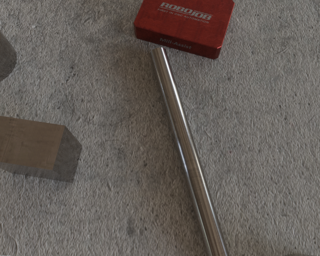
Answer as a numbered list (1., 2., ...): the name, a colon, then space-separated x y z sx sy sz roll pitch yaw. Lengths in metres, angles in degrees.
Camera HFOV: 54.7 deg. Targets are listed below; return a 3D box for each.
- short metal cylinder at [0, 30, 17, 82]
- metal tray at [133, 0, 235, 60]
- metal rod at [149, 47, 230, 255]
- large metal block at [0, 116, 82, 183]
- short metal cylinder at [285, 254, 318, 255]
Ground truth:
1. short metal cylinder: -0.251 -0.106 0.432 0.081 0.050 0.080 0 70 0
2. metal tray: 0.036 -0.163 0.465 0.131 0.030 0.090 17 71 6
3. metal rod: 0.034 0.027 0.398 0.025 0.025 0.299 -14 71 -5
4. large metal block: -0.147 0.028 0.368 0.080 0.080 0.050 8 70 3
5. short metal cylinder: 0.162 0.178 0.331 0.081 0.050 0.080 0 70 0
